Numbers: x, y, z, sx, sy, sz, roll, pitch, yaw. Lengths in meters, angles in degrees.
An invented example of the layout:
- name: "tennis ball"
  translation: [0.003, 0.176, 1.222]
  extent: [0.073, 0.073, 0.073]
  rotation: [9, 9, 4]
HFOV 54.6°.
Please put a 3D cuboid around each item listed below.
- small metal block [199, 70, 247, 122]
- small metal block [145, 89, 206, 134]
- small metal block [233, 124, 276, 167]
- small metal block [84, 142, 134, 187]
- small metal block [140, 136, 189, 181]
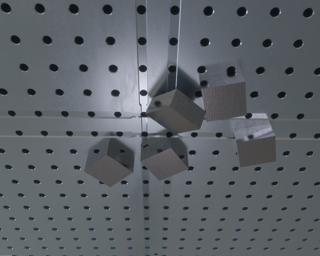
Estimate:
- name: "small metal block"
  translation: [0.077, -0.038, 0.380]
  extent: [0.050, 0.025, 0.050]
  rotation: [-10, 130, 8]
- name: "small metal block"
  translation: [0.019, -0.018, 0.381]
  extent: [0.050, 0.025, 0.050]
  rotation: [35, 154, -26]
- name: "small metal block"
  translation: [0.133, 0.025, 0.434]
  extent: [0.050, 0.025, 0.050]
  rotation: [-11, 129, 9]
- name: "small metal block"
  translation: [-0.074, 0.056, 0.458]
  extent: [0.050, 0.025, 0.050]
  rotation: [-36, 122, 26]
- name: "small metal block"
  translation: [0.007, 0.045, 0.450]
  extent: [0.050, 0.025, 0.050]
  rotation: [-26, 126, 20]
